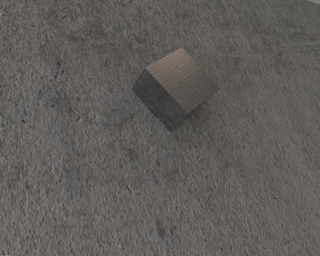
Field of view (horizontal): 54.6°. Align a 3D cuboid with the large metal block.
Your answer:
[{"bbox_3d":[0.022,-0.055,0.433,0.080,0.050,0.080,48,51,5],"label":"large metal block"}]
